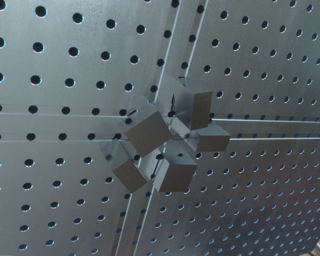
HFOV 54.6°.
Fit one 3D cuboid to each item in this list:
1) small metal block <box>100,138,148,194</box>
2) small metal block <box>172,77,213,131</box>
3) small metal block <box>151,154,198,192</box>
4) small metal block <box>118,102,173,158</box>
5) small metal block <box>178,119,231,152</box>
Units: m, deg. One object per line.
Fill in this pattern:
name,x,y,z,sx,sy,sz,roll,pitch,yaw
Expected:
small metal block,-0.046,0.048,0.399,0.025,0.050,0.050,-35,129,-5
small metal block,0.040,-0.032,0.396,0.025,0.050,0.050,-11,123,-22
small metal block,0.022,0.068,0.464,0.050,0.025,0.050,6,115,-31
small metal block,-0.018,0.003,0.403,0.050,0.025,0.050,-34,129,-6
small metal block,0.061,0.009,0.433,0.050,0.050,0.025,0,118,-29
